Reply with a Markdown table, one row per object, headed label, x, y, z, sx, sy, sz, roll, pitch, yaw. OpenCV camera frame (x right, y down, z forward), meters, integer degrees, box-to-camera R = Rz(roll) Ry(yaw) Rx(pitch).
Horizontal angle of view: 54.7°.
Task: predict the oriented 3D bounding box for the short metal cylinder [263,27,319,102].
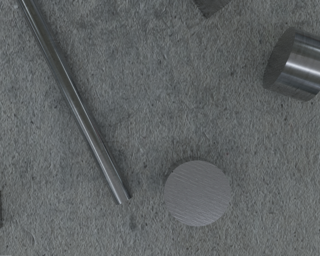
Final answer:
| label | x | y | z | sx | sy | sz | roll | pitch | yaw |
| --- | --- | --- | --- | --- | --- | --- | --- | --- | --- |
| short metal cylinder | 0.170 | -0.078 | 0.384 | 0.050 | 0.080 | 0.080 | 19 | 90 | 0 |

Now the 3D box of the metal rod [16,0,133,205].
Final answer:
| label | x | y | z | sx | sy | sz | roll | pitch | yaw |
| --- | --- | --- | --- | --- | --- | --- | --- | --- | --- |
| metal rod | -0.112 | -0.039 | 0.408 | 0.025 | 0.025 | 0.299 | -26 | 90 | 0 |

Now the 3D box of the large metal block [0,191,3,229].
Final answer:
| label | x | y | z | sx | sy | sz | roll | pitch | yaw |
| --- | --- | --- | --- | --- | --- | --- | --- | --- | --- |
| large metal block | -0.255 | 0.112 | 0.380 | 0.081 | 0.080 | 0.050 | -3 | 90 | 0 |

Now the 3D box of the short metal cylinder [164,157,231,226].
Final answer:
| label | x | y | z | sx | sy | sz | roll | pitch | yaw |
| --- | --- | --- | --- | --- | --- | --- | --- | --- | --- |
| short metal cylinder | 0.045 | 0.079 | 0.398 | 0.081 | 0.050 | 0.080 | 0 | 90 | 0 |

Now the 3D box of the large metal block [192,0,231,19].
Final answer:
| label | x | y | z | sx | sy | sz | roll | pitch | yaw |
| --- | --- | --- | --- | --- | --- | --- | --- | --- | --- |
| large metal block | 0.081 | -0.192 | 0.383 | 0.080 | 0.080 | 0.050 | -37 | 90 | 0 |
